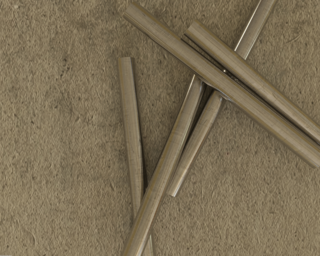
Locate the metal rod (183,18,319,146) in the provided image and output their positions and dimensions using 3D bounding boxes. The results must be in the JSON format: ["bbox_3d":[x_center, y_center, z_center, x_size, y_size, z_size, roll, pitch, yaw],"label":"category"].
[{"bbox_3d":[0.153,-0.030,0.393,0.301,0.025,0.025,38,90,-7],"label":"metal rod"}]

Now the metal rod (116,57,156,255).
[{"bbox_3d":[-0.030,0.058,0.409,0.025,0.025,0.298,-6,90,0],"label":"metal rod"}]

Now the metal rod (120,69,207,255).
[{"bbox_3d":[0.003,0.061,0.391,0.025,0.025,0.299,22,83,0],"label":"metal rod"}]

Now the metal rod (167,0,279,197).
[{"bbox_3d":[0.080,-0.048,0.410,0.025,0.025,0.299,27,90,0],"label":"metal rod"}]

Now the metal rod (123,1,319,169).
[{"bbox_3d":[0.081,-0.052,0.384,0.300,0.025,0.025,38,90,-1],"label":"metal rod"}]
